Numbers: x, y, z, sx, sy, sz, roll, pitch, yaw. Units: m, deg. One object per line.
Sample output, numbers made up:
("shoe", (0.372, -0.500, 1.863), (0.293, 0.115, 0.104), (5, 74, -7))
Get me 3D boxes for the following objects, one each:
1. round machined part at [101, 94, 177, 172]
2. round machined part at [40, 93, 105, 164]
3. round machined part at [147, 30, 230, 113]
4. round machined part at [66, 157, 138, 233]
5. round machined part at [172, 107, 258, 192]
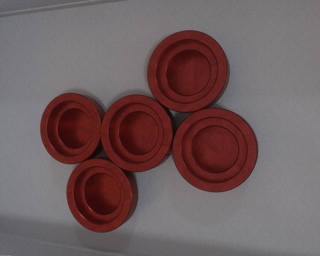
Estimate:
("round machined part", (-0.024, 0.007, 0.406), (0.098, 0.042, 0.097), (0, 90, 20))
("round machined part", (-0.116, 0.001, 0.440), (0.098, 0.042, 0.097), (0, 90, 20))
("round machined part", (0.037, -0.067, 0.386), (0.098, 0.042, 0.097), (0, 90, 20))
("round machined part", (-0.074, 0.088, 0.424), (0.098, 0.042, 0.097), (0, 90, 20))
("round machined part", (0.068, 0.025, 0.375), (0.098, 0.042, 0.097), (0, 90, 20))
